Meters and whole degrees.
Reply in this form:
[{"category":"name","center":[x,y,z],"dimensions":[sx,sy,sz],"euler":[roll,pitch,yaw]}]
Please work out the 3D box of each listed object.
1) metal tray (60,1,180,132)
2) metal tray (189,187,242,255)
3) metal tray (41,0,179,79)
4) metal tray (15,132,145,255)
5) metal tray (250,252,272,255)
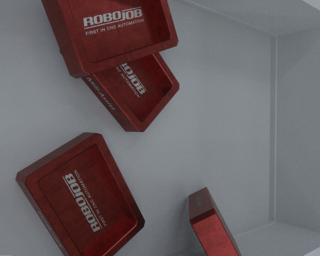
[{"category":"metal tray","center":[-0.041,-0.069,0.368],"dimensions":[0.090,0.030,0.130],"euler":[-52,120,-27]},{"category":"metal tray","center":[0.070,0.132,0.390],"dimensions":[0.030,0.130,0.090],"euler":[-28,88,4]},{"category":"metal tray","center":[-0.045,-0.114,0.324],"dimensions":[0.131,0.030,0.090],"euler":[-29,108,-36]},{"category":"metal tray","center":[-0.079,0.081,0.336],"dimensions":[0.091,0.030,0.129],"euler":[-36,112,-34]},{"category":"metal tray","center":[0.164,0.296,0.543],"dimensions":[0.091,0.030,0.129],"euler":[1,89,-40]}]
